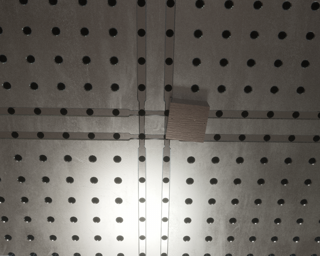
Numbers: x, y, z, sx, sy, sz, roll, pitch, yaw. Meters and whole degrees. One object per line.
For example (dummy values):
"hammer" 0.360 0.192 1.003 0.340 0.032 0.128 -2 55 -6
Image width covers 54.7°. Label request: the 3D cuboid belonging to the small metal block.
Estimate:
"small metal block" 0.035 -0.011 0.410 0.050 0.025 0.050 6 110 -3
